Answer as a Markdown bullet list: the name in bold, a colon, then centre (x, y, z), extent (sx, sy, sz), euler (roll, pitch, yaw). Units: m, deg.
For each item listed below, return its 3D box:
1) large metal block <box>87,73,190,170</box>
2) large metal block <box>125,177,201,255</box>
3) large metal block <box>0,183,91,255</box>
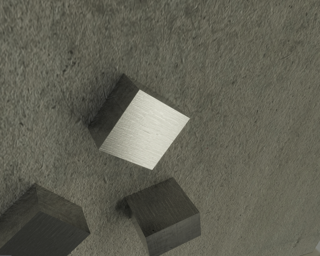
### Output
- **large metal block**: centre (-0.026, -0.006, 0.373), extent (0.080, 0.050, 0.080), euler (27, 104, -37)
- **large metal block**: centre (0.004, 0.128, 0.453), extent (0.081, 0.080, 0.050), euler (-20, 126, -17)
- **large metal block**: centre (-0.150, 0.129, 0.388), extent (0.080, 0.050, 0.080), euler (-44, 129, 2)
